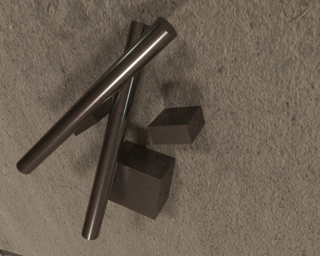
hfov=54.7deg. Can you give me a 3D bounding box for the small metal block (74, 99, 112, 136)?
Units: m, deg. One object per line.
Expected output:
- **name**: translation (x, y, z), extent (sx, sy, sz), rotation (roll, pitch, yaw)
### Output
- **small metal block**: translation (-0.094, -0.020, 0.426), extent (0.050, 0.050, 0.025), rotation (-27, 104, 37)

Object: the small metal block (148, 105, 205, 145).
- **small metal block**: translation (0.021, -0.004, 0.376), extent (0.050, 0.050, 0.025), rotation (-3, 117, 29)

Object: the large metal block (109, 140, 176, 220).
- **large metal block**: translation (-0.029, 0.075, 0.451), extent (0.080, 0.050, 0.079), rotation (19, 126, 16)

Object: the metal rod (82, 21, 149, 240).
- **metal rod**: translation (-0.060, 0.018, 0.395), extent (0.025, 0.025, 0.298), rotation (22, 110, 15)

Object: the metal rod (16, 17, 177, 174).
- **metal rod**: translation (-0.095, -0.021, 0.377), extent (0.299, 0.025, 0.025), rotation (-37, 98, 31)
